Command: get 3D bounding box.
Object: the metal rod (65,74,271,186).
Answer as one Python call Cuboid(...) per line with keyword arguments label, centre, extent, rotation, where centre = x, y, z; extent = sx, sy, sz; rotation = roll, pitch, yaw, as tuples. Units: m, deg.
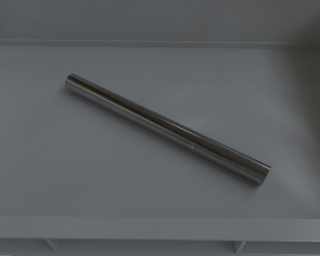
Cuboid(label="metal rod", centre=(-0.004, -0.007, 0.408), extent=(0.301, 0.025, 0.025), rotation=(26, 55, 20))
